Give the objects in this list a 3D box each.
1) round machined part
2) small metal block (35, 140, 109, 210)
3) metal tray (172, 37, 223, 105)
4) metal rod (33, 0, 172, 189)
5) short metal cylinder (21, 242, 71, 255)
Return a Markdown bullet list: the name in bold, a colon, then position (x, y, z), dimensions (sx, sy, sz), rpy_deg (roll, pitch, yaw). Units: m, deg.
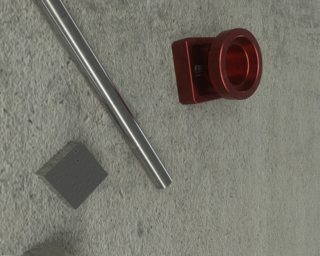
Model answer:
- **round machined part**: position (0.100, -0.089, 0.440), dimensions (0.099, 0.042, 0.097), rpy_deg (-4, 97, -40)
- **small metal block**: position (-0.092, 0.049, 0.328), dimensions (0.050, 0.025, 0.050), rpy_deg (-48, 119, -29)
- **metal tray**: position (0.080, -0.089, 0.468), dimensions (0.131, 0.030, 0.089), rpy_deg (-14, 99, -39)
- **metal rod**: position (-0.065, -0.047, 0.350), dimensions (0.025, 0.025, 0.299), rpy_deg (-45, 117, -31)
- **short metal cylinder**: position (-0.108, 0.152, 0.279), dimensions (0.080, 0.080, 0.050), rpy_deg (-42, 116, -32)
